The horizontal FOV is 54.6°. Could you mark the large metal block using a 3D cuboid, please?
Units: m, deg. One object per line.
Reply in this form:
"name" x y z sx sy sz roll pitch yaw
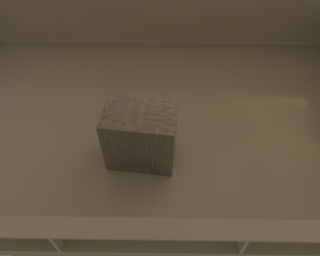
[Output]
"large metal block" -0.022 0.011 0.361 0.080 0.080 0.050 5 50 4
